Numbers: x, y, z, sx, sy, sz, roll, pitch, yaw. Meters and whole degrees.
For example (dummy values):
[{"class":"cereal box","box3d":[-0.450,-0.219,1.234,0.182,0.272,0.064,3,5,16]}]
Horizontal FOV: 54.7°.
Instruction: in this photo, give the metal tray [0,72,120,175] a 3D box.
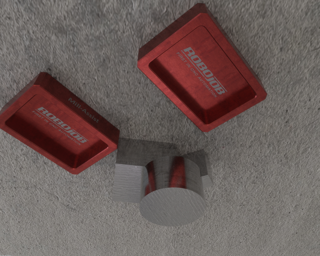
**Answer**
[{"class":"metal tray","box3d":[-0.129,0.000,0.402,0.090,0.030,0.130,-33,123,24]}]

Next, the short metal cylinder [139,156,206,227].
[{"class":"short metal cylinder","box3d":[0.015,0.081,0.395,0.081,0.050,0.079,0,130,0]}]

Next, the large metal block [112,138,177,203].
[{"class":"large metal block","box3d":[-0.023,0.064,0.445,0.081,0.050,0.079,7,130,-6]}]

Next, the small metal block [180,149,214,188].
[{"class":"small metal block","box3d":[0.046,0.063,0.445,0.050,0.050,0.025,-19,128,15]}]

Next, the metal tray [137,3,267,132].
[{"class":"metal tray","box3d":[0.049,-0.061,0.352,0.090,0.030,0.130,-33,123,24]}]
